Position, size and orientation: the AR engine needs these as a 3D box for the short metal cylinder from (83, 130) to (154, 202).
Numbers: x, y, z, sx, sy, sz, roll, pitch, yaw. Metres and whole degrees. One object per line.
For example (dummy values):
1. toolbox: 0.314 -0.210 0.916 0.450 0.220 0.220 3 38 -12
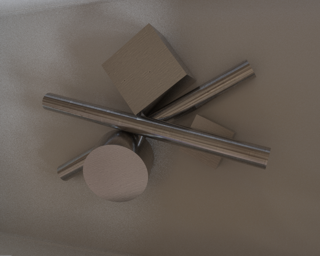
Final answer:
1. short metal cylinder: -0.051 0.047 0.398 0.080 0.050 0.079 2 112 6

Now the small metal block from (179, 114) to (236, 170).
1. small metal block: 0.060 0.016 0.385 0.050 0.025 0.050 28 99 17

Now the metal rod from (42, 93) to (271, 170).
1. metal rod: -0.019 -0.002 0.388 0.301 0.025 0.025 15 95 19

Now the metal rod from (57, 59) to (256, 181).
1. metal rod: -0.017 -0.002 0.413 0.300 0.025 0.025 -29 81 17

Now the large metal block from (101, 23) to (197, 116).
1. large metal block: -0.013 -0.071 0.399 0.080 0.050 0.080 -37 78 16
